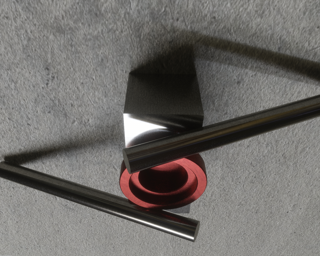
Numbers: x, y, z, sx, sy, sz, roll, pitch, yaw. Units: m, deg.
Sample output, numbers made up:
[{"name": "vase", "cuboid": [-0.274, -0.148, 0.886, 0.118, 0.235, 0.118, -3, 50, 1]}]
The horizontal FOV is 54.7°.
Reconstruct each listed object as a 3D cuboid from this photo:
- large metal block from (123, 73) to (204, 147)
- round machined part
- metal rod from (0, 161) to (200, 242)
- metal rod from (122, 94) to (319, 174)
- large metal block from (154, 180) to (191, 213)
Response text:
[{"name": "large metal block", "cuboid": [0.003, -0.021, 0.355, 0.081, 0.080, 0.050, 1, 130, -1]}, {"name": "round machined part", "cuboid": [0.004, 0.050, 0.363, 0.099, 0.042, 0.097, -1, 130, 0]}, {"name": "metal rod", "cuboid": [-0.096, 0.091, 0.412, 0.301, 0.025, 0.025, 12, 133, 19]}, {"name": "metal rod", "cuboid": [0.108, -0.006, 0.335, 0.302, 0.025, 0.025, -15, 132, -17]}, {"name": "large metal block", "cuboid": [0.000, 0.071, 0.433, 0.081, 0.080, 0.050, 1, 130, -1]}]
